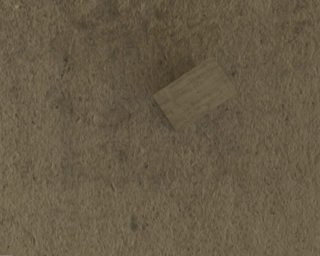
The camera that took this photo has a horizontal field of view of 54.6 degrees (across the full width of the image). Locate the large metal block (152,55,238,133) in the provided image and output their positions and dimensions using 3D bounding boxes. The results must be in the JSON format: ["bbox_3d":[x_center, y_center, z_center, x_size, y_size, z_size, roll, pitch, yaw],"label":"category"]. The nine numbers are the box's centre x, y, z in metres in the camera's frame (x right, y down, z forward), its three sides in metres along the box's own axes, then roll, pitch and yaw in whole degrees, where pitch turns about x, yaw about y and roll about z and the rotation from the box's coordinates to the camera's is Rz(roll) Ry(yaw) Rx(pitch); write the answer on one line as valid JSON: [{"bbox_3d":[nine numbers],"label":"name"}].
[{"bbox_3d":[0.039,-0.038,0.383,0.080,0.080,0.050,-34,90,0],"label":"large metal block"}]
